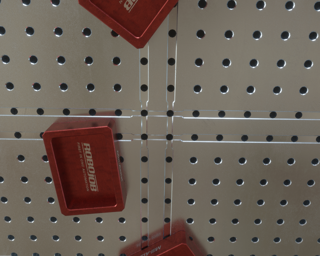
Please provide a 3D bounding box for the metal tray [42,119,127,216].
[{"bbox_3d":[-0.101,0.056,0.430,0.090,0.030,0.129,-5,110,2],"label":"metal tray"}]

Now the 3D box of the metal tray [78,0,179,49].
[{"bbox_3d":[-0.018,-0.168,0.348,0.090,0.030,0.130,36,106,-13],"label":"metal tray"}]

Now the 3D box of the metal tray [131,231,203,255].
[{"bbox_3d":[0.005,0.231,0.495,0.130,0.030,0.090,-30,108,10],"label":"metal tray"}]
